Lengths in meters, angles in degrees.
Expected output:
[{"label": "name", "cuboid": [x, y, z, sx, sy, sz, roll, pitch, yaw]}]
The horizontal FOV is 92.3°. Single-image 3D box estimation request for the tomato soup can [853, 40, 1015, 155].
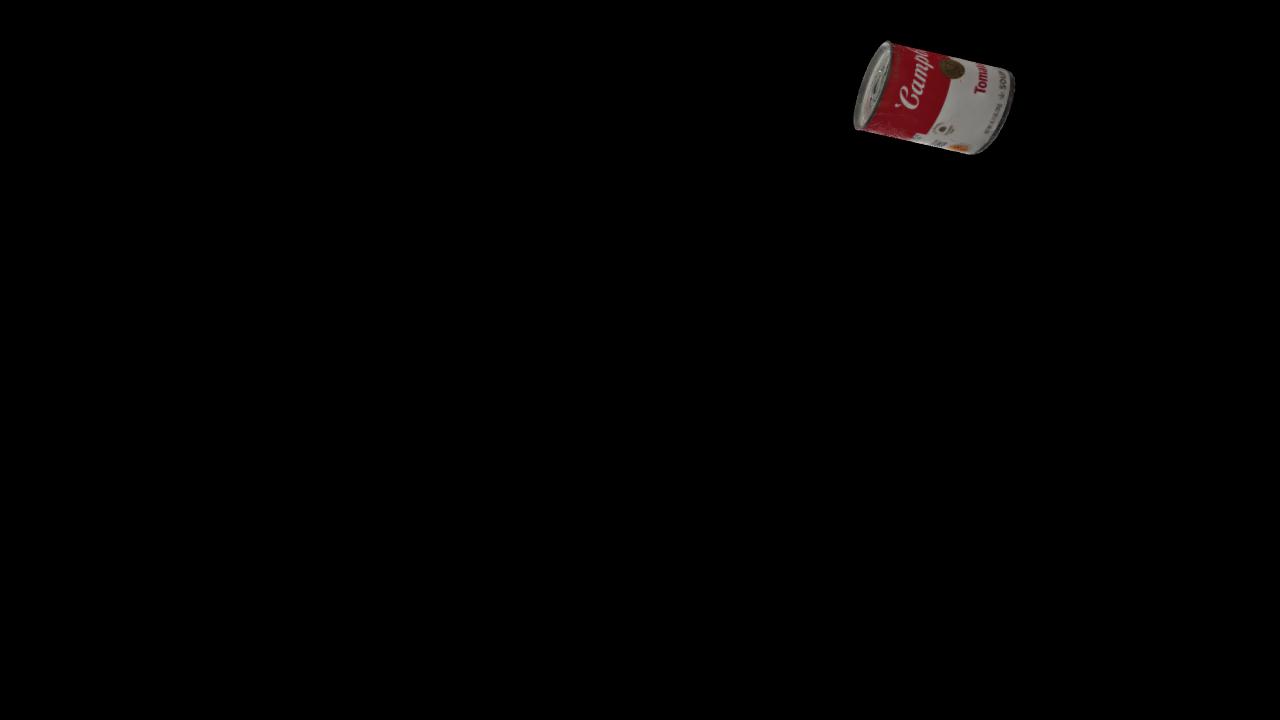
[{"label": "tomato soup can", "cuboid": [0.235, -0.209, 0.496, 0.101, 0.068, 0.068, 13, 0, -1]}]
